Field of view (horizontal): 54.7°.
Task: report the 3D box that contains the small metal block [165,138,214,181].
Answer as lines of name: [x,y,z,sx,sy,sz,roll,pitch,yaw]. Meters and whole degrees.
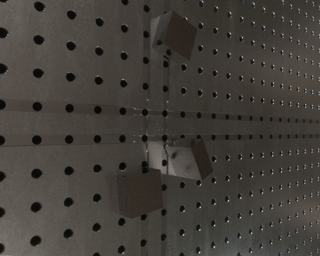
small metal block: [0.040,0.042,0.429,0.025,0.050,0.050,-33,111,-35]

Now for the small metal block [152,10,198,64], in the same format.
small metal block: [0.021,-0.124,0.429,0.050,0.025,0.050,23,75,-38]

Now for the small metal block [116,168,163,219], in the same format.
small metal block: [-0.025,0.080,0.391,0.050,0.025,0.050,-8,95,-40]
